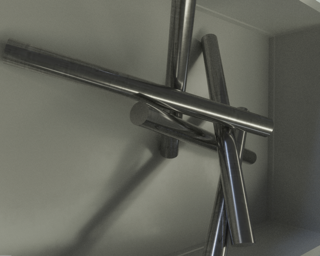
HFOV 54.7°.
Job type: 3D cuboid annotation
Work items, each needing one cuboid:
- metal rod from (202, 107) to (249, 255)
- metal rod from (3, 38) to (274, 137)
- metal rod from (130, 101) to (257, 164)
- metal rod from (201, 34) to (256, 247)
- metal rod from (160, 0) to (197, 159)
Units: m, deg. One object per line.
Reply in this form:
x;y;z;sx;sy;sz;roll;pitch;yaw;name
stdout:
0.080;0.082;0.377;0.025;0.025;0.301;51;42;-28;metal rod
-0.005;-0.036;0.338;0.302;0.025;0.025;15;80;-19;metal rod
0.068;0.019;0.426;0.301;0.025;0.025;21;77;-51;metal rod
0.081;-0.007;0.398;0.025;0.025;0.299;25;49;-38;metal rod
0.021;-0.089;0.339;0.025;0.025;0.298;-27;135;-37;metal rod
